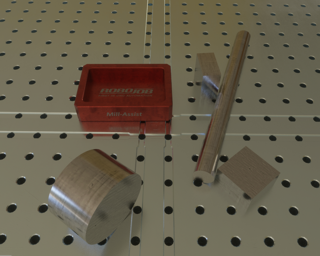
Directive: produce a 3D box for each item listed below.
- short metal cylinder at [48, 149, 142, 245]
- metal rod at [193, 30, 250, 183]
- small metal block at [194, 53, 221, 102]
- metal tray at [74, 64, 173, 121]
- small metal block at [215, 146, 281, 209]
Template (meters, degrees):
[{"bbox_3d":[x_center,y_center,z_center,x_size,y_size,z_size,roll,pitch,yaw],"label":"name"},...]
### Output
[{"bbox_3d":[-0.063,0.068,0.314,0.050,0.080,0.080,30,56,22],"label":"short metal cylinder"},{"bbox_3d":[0.098,-0.052,0.452,0.025,0.025,0.300,15,51,11],"label":"metal rod"},{"bbox_3d":[0.068,-0.075,0.455,0.025,0.050,0.050,-4,50,-4],"label":"small metal block"},{"bbox_3d":[-0.049,-0.053,0.448,0.131,0.030,0.090,0,50,-1],"label":"metal tray"},{"bbox_3d":[0.101,0.057,0.362,0.050,0.025,0.050,-33,58,-25],"label":"small metal block"}]
